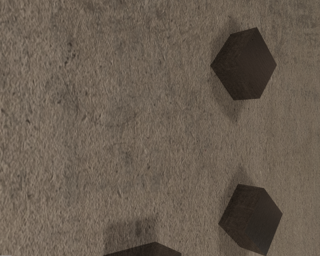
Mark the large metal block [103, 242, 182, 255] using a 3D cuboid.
[{"bbox_3d":[-0.022,0.192,0.373,0.081,0.050,0.079,3,88,-40],"label":"large metal block"}]

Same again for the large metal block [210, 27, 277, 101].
[{"bbox_3d":[0.139,-0.103,0.508,0.080,0.050,0.080,48,61,-30],"label":"large metal block"}]

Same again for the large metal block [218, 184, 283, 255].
[{"bbox_3d":[0.155,0.153,0.522,0.080,0.050,0.080,49,61,-29],"label":"large metal block"}]
